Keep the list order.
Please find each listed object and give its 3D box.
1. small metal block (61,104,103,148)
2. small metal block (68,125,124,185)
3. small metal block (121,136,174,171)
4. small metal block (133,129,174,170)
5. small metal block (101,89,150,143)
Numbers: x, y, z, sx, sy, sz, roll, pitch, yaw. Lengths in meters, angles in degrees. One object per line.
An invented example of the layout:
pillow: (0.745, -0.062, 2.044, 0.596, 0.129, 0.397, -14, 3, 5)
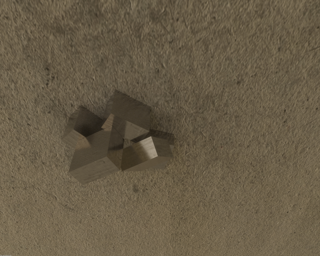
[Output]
small metal block: (-0.092, 0.006, 0.396, 0.025, 0.050, 0.050, -37, 121, 27)
small metal block: (-0.071, 0.031, 0.352, 0.050, 0.050, 0.025, -23, 127, 18)
small metal block: (-0.018, 0.034, 0.388, 0.050, 0.025, 0.050, -25, 164, 19)
small metal block: (-0.012, 0.029, 0.433, 0.050, 0.025, 0.050, 12, 129, -11)
small metal block: (-0.040, -0.014, 0.380, 0.050, 0.050, 0.025, 26, 125, -21)
